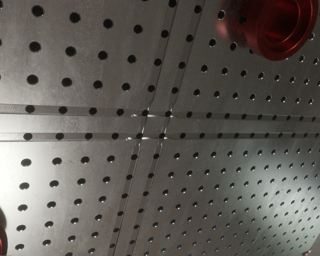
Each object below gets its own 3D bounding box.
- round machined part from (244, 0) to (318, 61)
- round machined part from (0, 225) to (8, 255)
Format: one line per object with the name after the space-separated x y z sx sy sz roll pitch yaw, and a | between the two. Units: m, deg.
0.149 -0.140 0.398 0.099 0.042 0.097 -14 124 -21 | round machined part
-0.225 0.150 0.348 0.042 0.098 0.097 8 124 15 | round machined part
